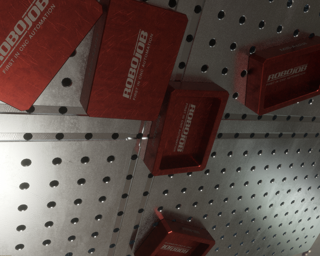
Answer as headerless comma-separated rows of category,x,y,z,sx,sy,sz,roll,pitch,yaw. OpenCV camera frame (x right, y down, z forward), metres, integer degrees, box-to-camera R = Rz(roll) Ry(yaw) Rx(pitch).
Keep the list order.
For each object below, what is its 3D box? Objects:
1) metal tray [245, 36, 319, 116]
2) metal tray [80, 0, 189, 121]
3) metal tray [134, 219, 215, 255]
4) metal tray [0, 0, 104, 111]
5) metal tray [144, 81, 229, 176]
metal tray,0.194,-0.080,0.467,0.131,0.030,0.089,-18,126,-18
metal tray,-0.031,-0.074,0.347,0.091,0.030,0.129,3,117,-31
metal tray,0.030,0.219,0.562,0.131,0.030,0.090,28,103,-38
metal tray,-0.127,-0.090,0.283,0.090,0.030,0.130,34,99,-39
metal tray,0.035,0.002,0.430,0.091,0.030,0.129,-2,119,-28
